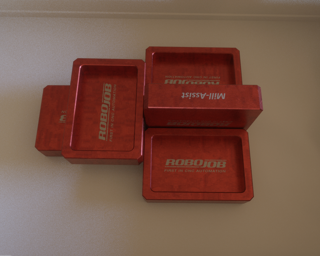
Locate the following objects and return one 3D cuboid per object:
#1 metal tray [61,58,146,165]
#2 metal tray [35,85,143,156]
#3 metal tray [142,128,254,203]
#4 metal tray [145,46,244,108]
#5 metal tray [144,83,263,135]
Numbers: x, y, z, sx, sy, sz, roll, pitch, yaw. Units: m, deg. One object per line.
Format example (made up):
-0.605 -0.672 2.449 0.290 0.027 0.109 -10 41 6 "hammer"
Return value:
-0.064 -0.022 0.380 0.091 0.030 0.130 1 70 0 "metal tray"
-0.088 -0.009 0.406 0.131 0.030 0.090 0 70 -1 "metal tray"
0.045 0.047 0.388 0.131 0.030 0.090 1 70 0 "metal tray"
0.045 -0.066 0.430 0.131 0.030 0.090 1 70 0 "metal tray"
0.048 -0.020 0.380 0.131 0.090 0.030 1 70 0 "metal tray"
